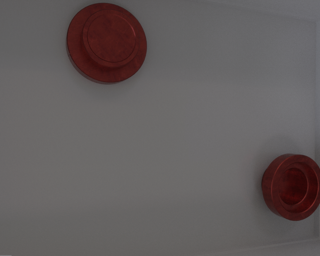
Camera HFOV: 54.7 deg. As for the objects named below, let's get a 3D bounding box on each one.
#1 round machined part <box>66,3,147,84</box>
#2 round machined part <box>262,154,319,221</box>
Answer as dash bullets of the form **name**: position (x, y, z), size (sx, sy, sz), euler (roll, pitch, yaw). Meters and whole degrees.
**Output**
- **round machined part**: position (-0.063, -0.104, 0.378), size (0.099, 0.042, 0.097), euler (0, 90, -20)
- **round machined part**: position (0.196, 0.088, 0.474), size (0.099, 0.042, 0.097), euler (0, 90, -20)
